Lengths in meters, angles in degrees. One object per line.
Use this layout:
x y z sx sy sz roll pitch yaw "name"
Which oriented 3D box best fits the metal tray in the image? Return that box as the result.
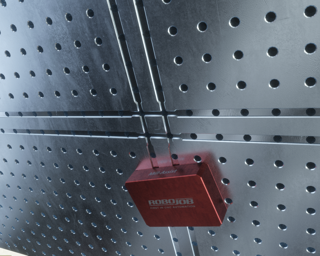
0.022 0.102 0.459 0.130 0.030 0.090 -12 113 33 "metal tray"
